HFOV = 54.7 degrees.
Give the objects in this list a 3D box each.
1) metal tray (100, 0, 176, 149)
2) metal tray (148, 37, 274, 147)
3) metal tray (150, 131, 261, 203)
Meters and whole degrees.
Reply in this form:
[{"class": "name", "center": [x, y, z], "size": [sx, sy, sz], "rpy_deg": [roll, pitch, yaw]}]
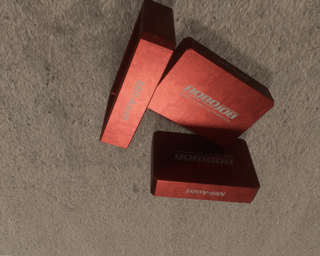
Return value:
[{"class": "metal tray", "center": [-0.025, -0.053, 0.318], "size": [0.030, 0.090, 0.129], "rpy_deg": [17, 128, -14]}, {"class": "metal tray", "center": [0.058, -0.037, 0.373], "size": [0.131, 0.030, 0.090], "rpy_deg": [27, 125, -22]}, {"class": "metal tray", "center": [0.055, 0.049, 0.407], "size": [0.131, 0.090, 0.030], "rpy_deg": [6, 130, -6]}]
